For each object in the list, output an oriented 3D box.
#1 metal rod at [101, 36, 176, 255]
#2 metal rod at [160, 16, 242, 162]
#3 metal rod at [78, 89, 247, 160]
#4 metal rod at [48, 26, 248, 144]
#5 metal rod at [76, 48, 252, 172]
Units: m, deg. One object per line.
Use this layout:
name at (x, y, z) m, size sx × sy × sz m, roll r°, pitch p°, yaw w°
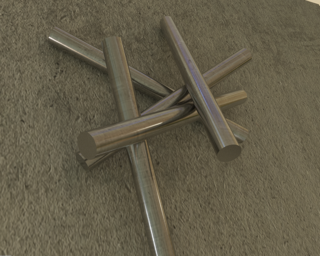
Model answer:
metal rod at (-0.020, 0.040, 0.334) m, size 0.025 × 0.025 × 0.299 m, roll -7°, pitch 76°, yaw -31°
metal rod at (0.040, -0.075, 0.411) m, size 0.025 × 0.025 × 0.300 m, roll 10°, pitch 39°, yaw -23°
metal rod at (0.032, -0.017, 0.376) m, size 0.302 × 0.025 × 0.025 m, roll -19°, pitch 72°, yaw -49°
metal rod at (-0.008, -0.054, 0.432) m, size 0.301 × 0.025 × 0.025 m, roll 27°, pitch 53°, yaw -12°
metal rod at (0.024, -0.038, 0.409) m, size 0.302 × 0.025 × 0.025 m, roll -35°, pitch 81°, yaw -29°
